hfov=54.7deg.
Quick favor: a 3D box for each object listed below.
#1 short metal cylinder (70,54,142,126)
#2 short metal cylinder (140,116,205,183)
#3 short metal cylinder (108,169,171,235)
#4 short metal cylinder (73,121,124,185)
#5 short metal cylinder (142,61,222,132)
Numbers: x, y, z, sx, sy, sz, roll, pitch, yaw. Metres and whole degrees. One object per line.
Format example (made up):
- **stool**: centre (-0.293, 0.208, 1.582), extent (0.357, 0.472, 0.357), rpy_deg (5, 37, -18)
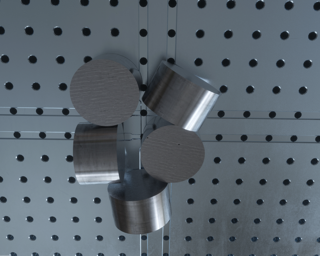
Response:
- **short metal cylinder**: centre (-0.064, -0.048, 0.381), extent (0.080, 0.050, 0.079), rpy_deg (0, 110, 1)
- **short metal cylinder**: centre (0.016, 0.025, 0.409), extent (0.081, 0.050, 0.079), rpy_deg (0, 111, -1)
- **short metal cylinder**: centre (-0.026, 0.097, 0.419), extent (0.080, 0.080, 0.050), rpy_deg (-6, 111, 2)
- **short metal cylinder**: centre (-0.075, 0.031, 0.396), extent (0.050, 0.080, 0.079), rpy_deg (-2, 110, 0)
- **short metal cylinder**: centre (0.025, -0.039, 0.370), extent (0.080, 0.080, 0.050), rpy_deg (27, 107, -10)
